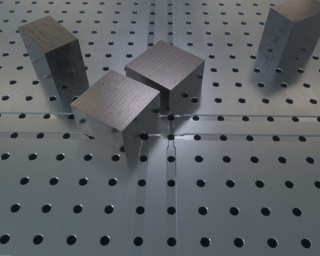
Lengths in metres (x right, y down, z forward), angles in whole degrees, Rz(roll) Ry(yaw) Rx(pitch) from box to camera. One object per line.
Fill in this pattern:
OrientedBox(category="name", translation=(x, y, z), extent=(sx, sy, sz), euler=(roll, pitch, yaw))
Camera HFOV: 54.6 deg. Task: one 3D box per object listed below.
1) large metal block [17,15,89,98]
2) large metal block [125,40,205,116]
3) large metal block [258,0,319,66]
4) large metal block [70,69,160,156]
OrientedBox(category="large metal block", translation=(-0.157, -0.106, 0.461), extent=(0.050, 0.080, 0.080), euler=(-34, 58, -25))
OrientedBox(category="large metal block", translation=(0.008, -0.076, 0.455), extent=(0.080, 0.050, 0.080), euler=(32, 57, 24))
OrientedBox(category="large metal block", translation=(0.218, -0.159, 0.507), extent=(0.081, 0.080, 0.050), euler=(-23, 54, -18))
OrientedBox(category="large metal block", translation=(-0.055, -0.022, 0.410), extent=(0.080, 0.050, 0.080), euler=(27, 55, 21))
